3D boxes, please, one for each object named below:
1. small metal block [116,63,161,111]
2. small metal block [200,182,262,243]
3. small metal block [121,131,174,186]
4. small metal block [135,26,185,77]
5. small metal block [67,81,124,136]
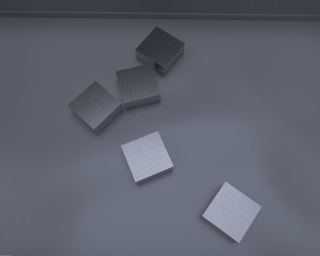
[{"bbox_3d":[-0.030,-0.057,0.430,0.050,0.025,0.050,-14,71,-5],"label":"small metal block"},{"bbox_3d":[0.084,0.101,0.373,0.050,0.025,0.050,35,74,12],"label":"small metal block"},{"bbox_3d":[-0.016,0.039,0.395,0.050,0.025,0.050,-22,72,-8],"label":"small metal block"},{"bbox_3d":[0.000,-0.111,0.450,0.050,0.025,0.050,35,74,11],"label":"small metal block"},{"bbox_3d":[-0.086,-0.027,0.419,0.050,0.025,0.050,41,75,13],"label":"small metal block"}]
